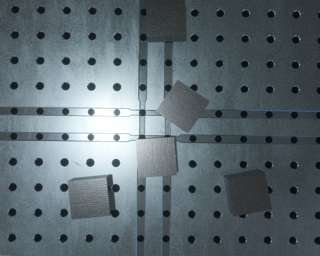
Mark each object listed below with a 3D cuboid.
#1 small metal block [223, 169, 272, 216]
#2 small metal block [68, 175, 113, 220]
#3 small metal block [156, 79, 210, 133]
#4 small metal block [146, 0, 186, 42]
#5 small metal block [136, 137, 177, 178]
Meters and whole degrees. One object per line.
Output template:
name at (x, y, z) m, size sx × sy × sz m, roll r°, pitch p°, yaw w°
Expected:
small metal block at (0.117, 0.086, 0.415) m, size 0.050 × 0.025 × 0.050 m, roll -10°, pitch 90°, yaw -1°
small metal block at (-0.092, 0.091, 0.412) m, size 0.050 × 0.025 × 0.050 m, roll -6°, pitch 90°, yaw -1°
small metal block at (0.029, -0.028, 0.414) m, size 0.050 × 0.025 × 0.050 m, roll 35°, pitch 90°, yaw -1°
small metal block at (0.008, -0.143, 0.413) m, size 0.050 × 0.025 × 0.050 m, roll -1°, pitch 90°, yaw -1°
small metal block at (-0.005, 0.038, 0.413) m, size 0.050 × 0.025 × 0.050 m, roll -4°, pitch 90°, yaw -1°
